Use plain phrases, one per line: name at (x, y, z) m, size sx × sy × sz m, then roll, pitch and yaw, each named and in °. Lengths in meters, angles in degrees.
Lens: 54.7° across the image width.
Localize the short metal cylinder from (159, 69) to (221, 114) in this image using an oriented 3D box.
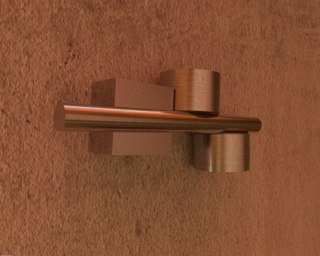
short metal cylinder at (0.039, -0.045, 0.406) m, size 0.081 × 0.080 × 0.050 m, roll 3°, pitch 89°, yaw -40°

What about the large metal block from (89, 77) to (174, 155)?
large metal block at (-0.032, -0.010, 0.360) m, size 0.081 × 0.050 × 0.080 m, roll 4°, pitch 88°, yaw -40°

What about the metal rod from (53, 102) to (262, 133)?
metal rod at (0.027, -0.007, 0.365) m, size 0.302 × 0.025 × 0.025 m, roll 1°, pitch 89°, yaw -41°

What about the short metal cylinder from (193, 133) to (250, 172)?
short metal cylinder at (0.088, 0.033, 0.446) m, size 0.081 × 0.080 × 0.050 m, roll 0°, pitch 91°, yaw -40°

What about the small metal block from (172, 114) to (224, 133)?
small metal block at (0.053, -0.005, 0.435) m, size 0.050 × 0.050 × 0.025 m, roll 1°, pitch 89°, yaw -40°
